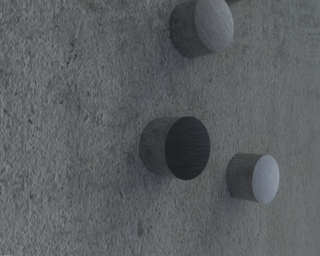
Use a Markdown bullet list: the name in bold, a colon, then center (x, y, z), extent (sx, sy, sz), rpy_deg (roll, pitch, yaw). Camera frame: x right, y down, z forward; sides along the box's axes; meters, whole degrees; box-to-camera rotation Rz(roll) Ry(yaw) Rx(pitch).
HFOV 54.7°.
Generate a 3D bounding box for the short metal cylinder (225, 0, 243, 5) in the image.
- **short metal cylinder**: center (0.119, -0.241, 0.487), extent (0.081, 0.050, 0.080), rpy_deg (0, 90, -40)

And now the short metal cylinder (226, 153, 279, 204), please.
- **short metal cylinder**: center (0.156, 0.083, 0.519), extent (0.081, 0.050, 0.080), rpy_deg (0, 90, -40)

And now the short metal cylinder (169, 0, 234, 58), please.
- **short metal cylinder**: center (0.059, -0.143, 0.437), extent (0.081, 0.050, 0.080), rpy_deg (0, 90, -40)

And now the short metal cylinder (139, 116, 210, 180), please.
- **short metal cylinder**: center (0.020, 0.025, 0.405), extent (0.081, 0.050, 0.080), rpy_deg (0, 90, -40)
